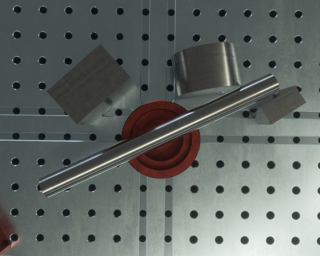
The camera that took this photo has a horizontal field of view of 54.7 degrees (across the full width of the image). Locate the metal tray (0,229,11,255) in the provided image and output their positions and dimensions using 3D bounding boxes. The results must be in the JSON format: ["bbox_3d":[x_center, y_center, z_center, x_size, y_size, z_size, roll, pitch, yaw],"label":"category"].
[{"bbox_3d":[-0.275,0.133,0.408,0.090,0.030,0.130,-33,90,0],"label":"metal tray"}]

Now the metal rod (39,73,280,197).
[{"bbox_3d":[0.000,0.009,0.371,0.301,0.025,0.025,-25,90,0],"label":"metal rod"}]

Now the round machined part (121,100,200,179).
[{"bbox_3d":[0.001,0.014,0.405,0.099,0.042,0.097,0,90,0],"label":"round machined part"}]

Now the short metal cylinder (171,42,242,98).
[{"bbox_3d":[0.058,-0.070,0.386,0.080,0.080,0.050,-9,90,0],"label":"short metal cylinder"}]

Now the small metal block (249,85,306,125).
[{"bbox_3d":[0.150,-0.028,0.402,0.050,0.050,0.025,-32,90,0],"label":"small metal block"}]

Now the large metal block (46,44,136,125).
[{"bbox_3d":[-0.080,-0.049,0.385,0.080,0.080,0.050,-42,90,0],"label":"large metal block"}]
